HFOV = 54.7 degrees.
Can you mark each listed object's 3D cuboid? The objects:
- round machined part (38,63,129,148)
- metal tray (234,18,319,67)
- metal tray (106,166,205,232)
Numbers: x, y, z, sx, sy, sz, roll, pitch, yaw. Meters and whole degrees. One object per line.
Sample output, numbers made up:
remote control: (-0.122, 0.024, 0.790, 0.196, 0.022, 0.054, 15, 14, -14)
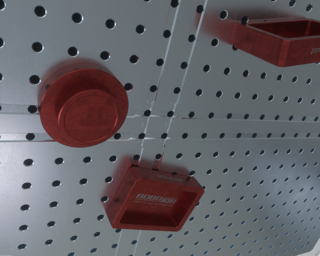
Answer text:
round machined part: (-0.081, -0.019, 0.344, 0.099, 0.042, 0.097, -14, 124, -21)
metal tray: (0.174, -0.112, 0.394, 0.131, 0.090, 0.030, -12, 123, -22)
metal tray: (-0.005, 0.113, 0.474, 0.131, 0.030, 0.089, 17, 110, -35)
